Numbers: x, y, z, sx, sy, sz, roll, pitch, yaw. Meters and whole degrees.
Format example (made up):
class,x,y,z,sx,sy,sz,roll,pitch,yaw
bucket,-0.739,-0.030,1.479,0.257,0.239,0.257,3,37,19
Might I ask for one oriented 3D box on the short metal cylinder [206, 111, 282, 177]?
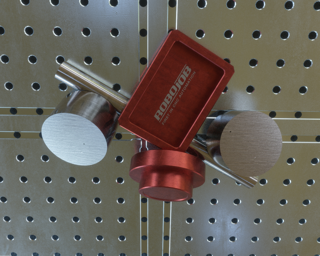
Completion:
class,x,y,z,sx,sy,sz,roll,pitch,yaw
short metal cylinder,0.105,0.018,0.395,0.081,0.050,0.079,-1,93,-11

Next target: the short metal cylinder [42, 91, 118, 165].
class,x,y,z,sx,sy,sz,roll,pitch,yaw
short metal cylinder,-0.097,0.000,0.387,0.080,0.050,0.079,6,127,8

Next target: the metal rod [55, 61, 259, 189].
class,x,y,z,sx,sy,sz,roll,pitch,yaw
metal rod,0.004,0.001,0.414,0.301,0.025,0.025,30,107,-11

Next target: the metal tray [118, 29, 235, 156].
class,x,y,z,sx,sy,sz,roll,pitch,yaw
metal tray,0.019,-0.040,0.380,0.090,0.030,0.130,30,94,-11

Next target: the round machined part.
class,x,y,z,sx,sy,sz,roll,pitch,yaw
round machined part,0.009,0.066,0.400,0.099,0.042,0.098,5,153,3
